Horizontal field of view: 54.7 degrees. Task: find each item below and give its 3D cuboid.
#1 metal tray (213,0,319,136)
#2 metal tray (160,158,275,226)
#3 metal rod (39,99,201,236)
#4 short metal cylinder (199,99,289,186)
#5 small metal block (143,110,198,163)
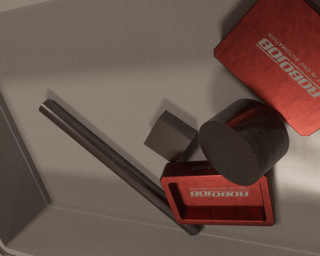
[{"bbox_3d":[0.129,-0.064,0.297,0.130,0.030,0.090,42,129,-2],"label":"metal tray"},{"bbox_3d":[0.075,0.085,0.399,0.130,0.030,0.090,-6,123,22],"label":"metal tray"},{"bbox_3d":[-0.061,0.060,0.475,0.300,0.025,0.025,39,129,1],"label":"metal rod"},{"bbox_3d":[0.089,0.015,0.334,0.080,0.050,0.080,40,149,30],"label":"short metal cylinder"},{"bbox_3d":[0.014,0.013,0.408,0.050,0.025,0.050,34,129,5],"label":"small metal block"}]
